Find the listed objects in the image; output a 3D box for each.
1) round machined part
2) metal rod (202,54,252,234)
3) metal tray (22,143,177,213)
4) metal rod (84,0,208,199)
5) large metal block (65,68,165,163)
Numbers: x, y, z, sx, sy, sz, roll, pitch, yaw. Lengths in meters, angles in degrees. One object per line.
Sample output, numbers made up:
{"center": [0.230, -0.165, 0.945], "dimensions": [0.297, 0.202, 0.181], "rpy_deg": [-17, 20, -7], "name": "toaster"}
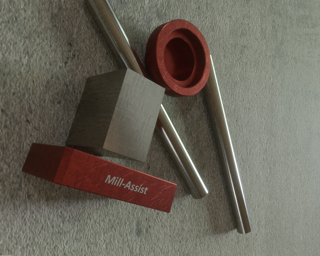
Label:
{"center": [0.019, -0.090, 0.412], "dimensions": [0.099, 0.042, 0.097], "rpy_deg": [0, 90, -40], "name": "round machined part"}
{"center": [0.104, 0.034, 0.494], "dimensions": [0.025, 0.025, 0.298], "rpy_deg": [-26, 107, -37], "name": "metal rod"}
{"center": [-0.059, 0.051, 0.314], "dimensions": [0.131, 0.090, 0.030], "rpy_deg": [26, 74, -37], "name": "metal tray"}
{"center": [-0.007, -0.025, 0.400], "dimensions": [0.025, 0.025, 0.299], "rpy_deg": [-43, 116, -32], "name": "metal rod"}
{"center": [-0.049, -0.012, 0.330], "dimensions": [0.050, 0.080, 0.080], "rpy_deg": [25, 75, -38], "name": "large metal block"}
